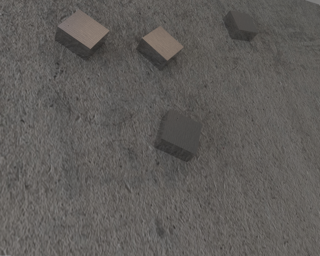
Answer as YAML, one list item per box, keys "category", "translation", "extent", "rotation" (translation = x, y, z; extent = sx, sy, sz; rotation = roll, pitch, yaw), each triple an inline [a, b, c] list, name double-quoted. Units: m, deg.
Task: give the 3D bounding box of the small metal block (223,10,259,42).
- category: "small metal block"
  translation: [0.159, -0.201, 0.612]
  extent: [0.050, 0.025, 0.050]
  rotation: [-1, 63, -29]

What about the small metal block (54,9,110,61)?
- category: "small metal block"
  translation: [-0.106, -0.127, 0.424]
  extent: [0.050, 0.025, 0.050]
  rotation: [34, 51, -6]

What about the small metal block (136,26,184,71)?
- category: "small metal block"
  translation: [0.000, -0.124, 0.479]
  extent: [0.050, 0.025, 0.050]
  rotation: [42, 51, 1]

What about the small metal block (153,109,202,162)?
- category: "small metal block"
  translation: [0.024, 0.010, 0.411]
  extent: [0.050, 0.025, 0.050]
  rotation: [26, 53, -12]
